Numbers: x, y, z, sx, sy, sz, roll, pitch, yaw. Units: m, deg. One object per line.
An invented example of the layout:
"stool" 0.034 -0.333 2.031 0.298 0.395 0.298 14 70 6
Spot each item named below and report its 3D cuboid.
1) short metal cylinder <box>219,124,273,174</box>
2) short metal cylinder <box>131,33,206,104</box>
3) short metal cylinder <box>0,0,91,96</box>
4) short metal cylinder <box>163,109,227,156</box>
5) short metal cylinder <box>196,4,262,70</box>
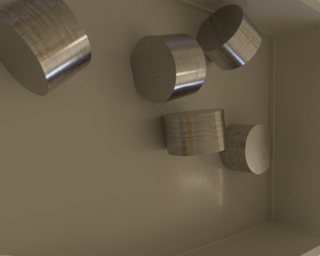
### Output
"short metal cylinder" 0.144 0.034 0.514 0.081 0.050 0.079 0 90 -40
"short metal cylinder" 0.009 -0.074 0.381 0.050 0.080 0.079 -18 102 -39
"short metal cylinder" -0.110 -0.076 0.280 0.050 0.080 0.080 -45 118 -31
"short metal cylinder" 0.047 0.004 0.412 0.081 0.080 0.050 -12 98 -40
"short metal cylinder" 0.101 -0.133 0.458 0.050 0.080 0.080 32 70 -36
